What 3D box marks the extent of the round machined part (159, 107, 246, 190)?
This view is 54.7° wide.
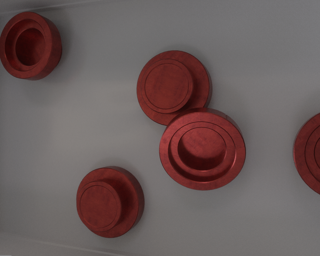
[{"bbox_3d":[0.051,0.022,0.372,0.098,0.042,0.097,3,109,9],"label":"round machined part"}]

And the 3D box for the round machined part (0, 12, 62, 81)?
[{"bbox_3d":[-0.189,-0.120,0.468,0.098,0.042,0.097,0,90,20],"label":"round machined part"}]

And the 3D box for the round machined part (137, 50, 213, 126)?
[{"bbox_3d":[0.015,-0.051,0.396,0.098,0.042,0.097,0,90,20],"label":"round machined part"}]

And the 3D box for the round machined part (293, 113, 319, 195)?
[{"bbox_3d":[0.195,0.027,0.332,0.098,0.042,0.097,0,90,20],"label":"round machined part"}]

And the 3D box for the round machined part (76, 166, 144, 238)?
[{"bbox_3d":[-0.075,0.103,0.428,0.098,0.042,0.097,0,90,20],"label":"round machined part"}]
